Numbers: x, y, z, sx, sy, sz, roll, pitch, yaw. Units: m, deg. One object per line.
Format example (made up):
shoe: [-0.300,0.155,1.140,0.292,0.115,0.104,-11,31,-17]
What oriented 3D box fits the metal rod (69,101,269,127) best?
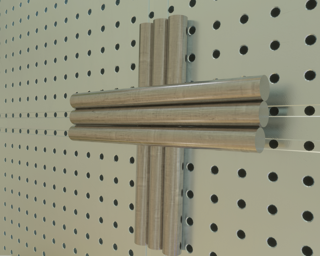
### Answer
metal rod: [-0.016,-0.015,0.391,0.300,0.025,0.025,1,91,40]

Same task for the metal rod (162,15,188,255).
metal rod: [0.019,0.010,0.395,0.025,0.025,0.298,2,92,40]

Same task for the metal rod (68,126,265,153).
metal rod: [-0.019,0.010,0.393,0.300,0.025,0.025,1,91,40]

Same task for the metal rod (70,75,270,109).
metal rod: [-0.016,-0.040,0.391,0.300,0.025,0.025,1,91,40]

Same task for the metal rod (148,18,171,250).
metal rod: [0.000,0.009,0.411,0.025,0.025,0.298,2,92,40]

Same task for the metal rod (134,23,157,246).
metal rod: [-0.019,0.009,0.426,0.025,0.025,0.298,2,92,40]
